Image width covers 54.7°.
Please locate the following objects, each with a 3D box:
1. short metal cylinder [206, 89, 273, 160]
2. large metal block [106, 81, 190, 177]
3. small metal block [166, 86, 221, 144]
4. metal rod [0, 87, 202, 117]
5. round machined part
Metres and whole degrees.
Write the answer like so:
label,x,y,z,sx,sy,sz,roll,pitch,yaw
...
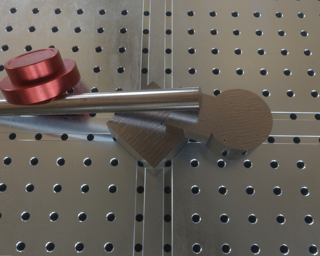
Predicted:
label,x,y,z,sx,sy,sz,roll,pitch,yaw
short metal cylinder,0.097,-0.004,0.401,0.081,0.050,0.080,0,70,0
large metal block,-0.008,0.001,0.395,0.080,0.050,0.080,42,75,13
small metal block,0.039,-0.015,0.362,0.050,0.025,0.050,18,71,6
metal rod,-0.101,-0.029,0.375,0.301,0.025,0.025,-1,69,17
round machined part,-0.157,-0.072,0.398,0.099,0.042,0.098,-9,31,6
